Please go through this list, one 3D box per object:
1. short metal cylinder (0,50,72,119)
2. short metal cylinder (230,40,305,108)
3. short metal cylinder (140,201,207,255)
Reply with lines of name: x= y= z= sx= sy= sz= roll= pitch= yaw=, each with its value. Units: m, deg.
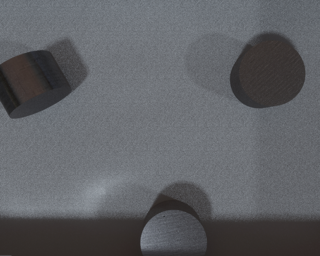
short metal cylinder: x=-0.158 y=-0.053 z=0.383 sx=0.080 sy=0.080 sz=0.050 roll=-29 pitch=90 yaw=0
short metal cylinder: x=0.136 y=-0.066 z=0.400 sx=0.081 sy=0.050 sz=0.080 roll=0 pitch=90 yaw=0
short metal cylinder: x=0.017 y=0.139 z=0.399 sx=0.081 sy=0.050 sz=0.080 roll=0 pitch=90 yaw=0
